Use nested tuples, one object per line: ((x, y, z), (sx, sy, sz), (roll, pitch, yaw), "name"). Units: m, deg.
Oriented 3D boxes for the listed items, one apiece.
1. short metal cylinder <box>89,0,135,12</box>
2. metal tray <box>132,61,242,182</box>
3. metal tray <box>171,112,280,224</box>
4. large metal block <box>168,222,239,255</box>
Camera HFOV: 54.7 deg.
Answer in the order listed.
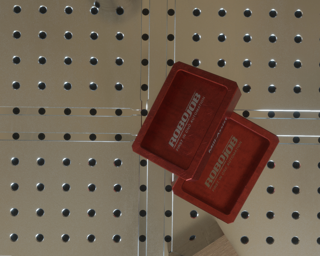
((-0.066, -0.199, 0.400), (0.081, 0.050, 0.079), (0, 90, 0), "short metal cylinder")
((0.033, -0.009, 0.391), (0.090, 0.030, 0.130), (26, 88, 25), "metal tray")
((0.084, 0.047, 0.411), (0.090, 0.030, 0.130), (30, 90, 0), "metal tray")
((0.067, 0.185, 0.401), (0.080, 0.050, 0.080), (-34, 90, 0), "large metal block")
